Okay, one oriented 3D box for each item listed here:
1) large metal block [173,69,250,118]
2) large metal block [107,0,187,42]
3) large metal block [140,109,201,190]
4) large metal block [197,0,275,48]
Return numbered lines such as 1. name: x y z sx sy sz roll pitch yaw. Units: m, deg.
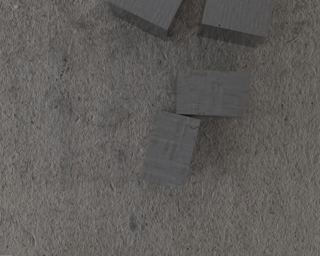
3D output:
1. large metal block: 0.059 -0.039 0.383 0.081 0.080 0.050 2 90 0
2. large metal block: -0.010 -0.171 0.397 0.080 0.050 0.080 26 90 0
3. large metal block: 0.012 0.023 0.382 0.050 0.080 0.080 14 90 0
4. large metal block: 0.098 -0.157 0.398 0.080 0.050 0.080 12 90 0
